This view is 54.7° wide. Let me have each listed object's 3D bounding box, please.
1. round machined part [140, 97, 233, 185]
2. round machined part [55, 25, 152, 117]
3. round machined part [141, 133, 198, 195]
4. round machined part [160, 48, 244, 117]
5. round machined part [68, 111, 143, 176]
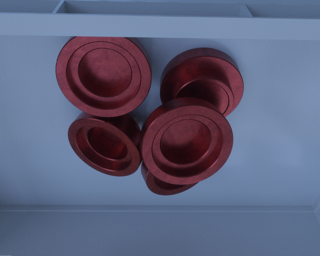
[{"bbox_3d":[0.026,0.011,0.342,0.099,0.042,0.097,-4,117,-8],"label":"round machined part"},{"bbox_3d":[-0.058,-0.064,0.338,0.099,0.042,0.097,-1,123,-1],"label":"round machined part"},{"bbox_3d":[0.020,0.043,0.421,0.099,0.042,0.097,-15,133,-17],"label":"round machined part"},{"bbox_3d":[0.049,-0.040,0.364,0.099,0.042,0.097,-1,130,0],"label":"round machined part"},{"bbox_3d":[-0.063,0.013,0.395,0.098,0.042,0.097,13,134,15],"label":"round machined part"}]
